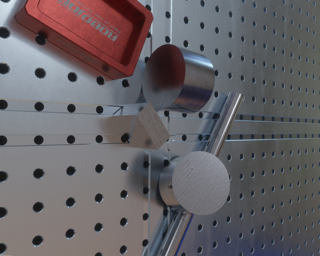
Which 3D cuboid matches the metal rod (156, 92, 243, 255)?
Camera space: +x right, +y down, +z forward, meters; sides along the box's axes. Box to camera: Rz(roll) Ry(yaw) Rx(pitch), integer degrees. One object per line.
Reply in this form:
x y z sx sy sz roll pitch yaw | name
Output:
0.061 0.071 0.460 0.025 0.025 0.300 42 65 -32 | metal rod

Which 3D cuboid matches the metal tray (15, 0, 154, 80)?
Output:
-0.075 -0.123 0.342 0.131 0.030 0.090 29 72 -36 | metal tray

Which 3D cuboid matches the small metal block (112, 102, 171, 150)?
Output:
-0.023 -0.002 0.374 0.025 0.050 0.050 -45 117 -31 | small metal block

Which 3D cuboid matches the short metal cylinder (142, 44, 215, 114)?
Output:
0.022 -0.060 0.391 0.050 0.080 0.080 6 86 -40 | short metal cylinder

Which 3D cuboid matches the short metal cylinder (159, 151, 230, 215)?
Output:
0.045 0.074 0.412 0.081 0.050 0.080 5 75 -19 | short metal cylinder
